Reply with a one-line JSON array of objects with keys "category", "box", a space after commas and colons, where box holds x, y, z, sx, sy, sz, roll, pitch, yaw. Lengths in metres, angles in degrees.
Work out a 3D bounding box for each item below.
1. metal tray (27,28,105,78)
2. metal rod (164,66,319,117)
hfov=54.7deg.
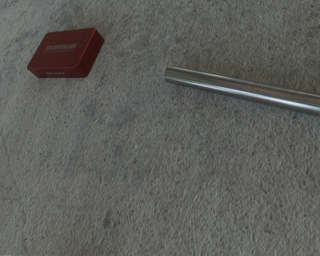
[{"category": "metal tray", "box": [-0.176, -0.138, 0.575, 0.130, 0.030, 0.090, 5, 64, 30]}, {"category": "metal rod", "box": [0.131, -0.037, 0.357, 0.300, 0.025, 0.025, 19, 72, 34]}]
